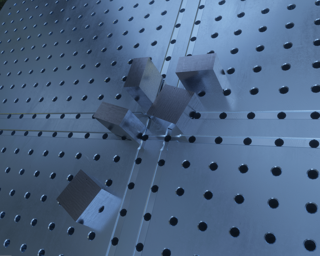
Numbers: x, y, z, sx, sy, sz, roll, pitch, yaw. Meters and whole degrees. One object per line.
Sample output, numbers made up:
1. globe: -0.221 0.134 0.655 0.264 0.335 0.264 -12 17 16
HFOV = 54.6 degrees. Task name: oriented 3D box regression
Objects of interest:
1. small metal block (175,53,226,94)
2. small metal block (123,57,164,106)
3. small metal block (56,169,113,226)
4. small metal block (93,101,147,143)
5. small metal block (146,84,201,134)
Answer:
1. small metal block: 0.055 -0.070 0.407 0.050 0.050 0.025 0 62 28
2. small metal block: -0.022 -0.065 0.445 0.025 0.050 0.050 1 62 29
3. small metal block: -0.099 0.091 0.406 0.050 0.025 0.050 31 79 38
4. small metal block: -0.055 -0.008 0.427 0.050 0.050 0.025 18 71 35
5. small metal block: 0.019 -0.027 0.416 0.050 0.025 0.050 21 73 36
